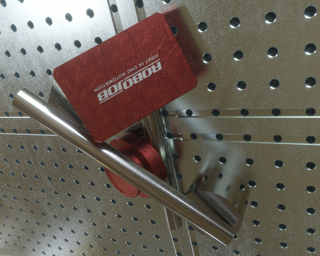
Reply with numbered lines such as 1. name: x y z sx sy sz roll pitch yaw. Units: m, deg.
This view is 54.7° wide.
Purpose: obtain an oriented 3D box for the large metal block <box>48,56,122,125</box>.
1. large metal block: -0.097 -0.039 0.402 0.050 0.080 0.079 36 129 4

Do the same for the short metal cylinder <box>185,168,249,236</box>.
1. short metal cylinder: 0.075 0.101 0.418 0.080 0.050 0.079 13 124 20

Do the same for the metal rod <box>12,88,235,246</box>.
1. metal rod: -0.038 0.050 0.369 0.301 0.025 0.025 35 129 -6

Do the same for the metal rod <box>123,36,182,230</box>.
1. metal rod: -0.005 0.022 0.426 0.025 0.025 0.298 2 120 27

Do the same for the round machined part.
1. round machined part: -0.041 0.059 0.436 0.098 0.042 0.097 27 134 32

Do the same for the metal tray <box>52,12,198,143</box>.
1. metal tray: -0.036 -0.055 0.341 0.131 0.030 0.090 -31 105 -6
